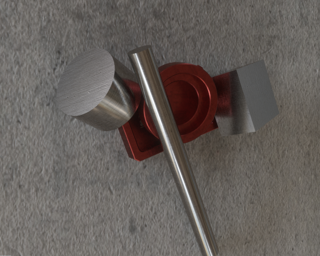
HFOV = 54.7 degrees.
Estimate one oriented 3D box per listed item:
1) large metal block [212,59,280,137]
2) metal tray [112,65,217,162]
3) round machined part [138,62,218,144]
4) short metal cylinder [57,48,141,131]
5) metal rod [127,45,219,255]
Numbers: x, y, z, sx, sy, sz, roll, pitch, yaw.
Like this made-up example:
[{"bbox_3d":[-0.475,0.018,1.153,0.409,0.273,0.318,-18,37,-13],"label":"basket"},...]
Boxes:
[{"bbox_3d":[0.113,-0.042,0.422,0.081,0.050,0.080,-26,100,-45],"label":"large metal block"},{"bbox_3d":[0.008,-0.021,0.411,0.131,0.030,0.090,-22,98,-19],"label":"metal tray"},{"bbox_3d":[0.018,-0.032,0.383,0.099,0.042,0.097,-7,108,-23],"label":"round machined part"},{"bbox_3d":[-0.068,-0.042,0.350,0.050,0.080,0.080,34,76,-54],"label":"short metal cylinder"},{"bbox_3d":[0.025,0.048,0.374,0.025,0.025,0.298,-29,117,-18],"label":"metal rod"}]
